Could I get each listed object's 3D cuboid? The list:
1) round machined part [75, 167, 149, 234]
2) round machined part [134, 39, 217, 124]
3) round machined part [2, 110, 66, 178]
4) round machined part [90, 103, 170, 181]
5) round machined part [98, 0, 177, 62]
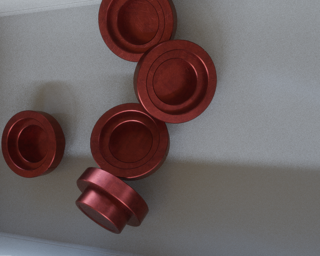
[{"bbox_3d":[-0.067,0.097,0.393,0.098,0.097,0.042,25,58,18],"label":"round machined part"},{"bbox_3d":[0.016,-0.057,0.378,0.099,0.042,0.097,-4,105,-16],"label":"round machined part"},{"bbox_3d":[-0.183,0.023,0.464,0.098,0.042,0.097,0,90,19],"label":"round machined part"},{"bbox_3d":[-0.036,0.020,0.401,0.099,0.042,0.098,-2,70,6],"label":"round machined part"},{"bbox_3d":[-0.025,-0.137,0.399,0.098,0.042,0.097,6,111,15],"label":"round machined part"}]
